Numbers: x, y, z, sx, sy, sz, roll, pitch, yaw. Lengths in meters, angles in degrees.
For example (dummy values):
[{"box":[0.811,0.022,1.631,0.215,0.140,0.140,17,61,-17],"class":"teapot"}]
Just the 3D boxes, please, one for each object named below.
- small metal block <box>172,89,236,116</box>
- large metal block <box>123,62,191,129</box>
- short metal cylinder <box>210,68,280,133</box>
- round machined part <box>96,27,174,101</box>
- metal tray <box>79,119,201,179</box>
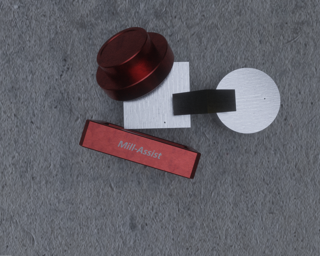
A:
[{"box":[0.051,-0.029,0.353,0.050,0.050,0.025,-6,94,-41],"class":"small metal block"},{"box":[-0.004,-0.040,0.400,0.081,0.050,0.080,-1,90,0],"class":"large metal block"},{"box":[0.106,-0.033,0.400,0.081,0.050,0.080,0,90,0],"class":"short metal cylinder"},{"box":[-0.036,-0.083,0.374,0.098,0.098,0.042,-36,134,0],"class":"round machined part"},{"box":[-0.022,0.023,0.378,0.131,0.090,0.030,17,90,0],"class":"metal tray"}]
